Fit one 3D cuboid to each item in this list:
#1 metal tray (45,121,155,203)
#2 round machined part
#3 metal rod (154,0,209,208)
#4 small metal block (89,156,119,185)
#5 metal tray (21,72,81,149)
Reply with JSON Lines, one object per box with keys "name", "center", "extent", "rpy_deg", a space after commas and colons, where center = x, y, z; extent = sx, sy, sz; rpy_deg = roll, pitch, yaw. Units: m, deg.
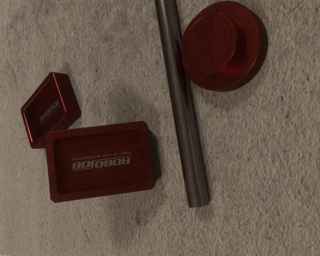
{"name": "metal tray", "center": [-0.077, 0.043, 0.408], "extent": [0.030, 0.131, 0.089], "rpy_deg": [129, 134, -81]}
{"name": "round machined part", "center": [0.063, -0.090, 0.341], "extent": [0.098, 0.042, 0.097], "rpy_deg": [0, 90, 39]}
{"name": "metal rod", "center": [0.023, -0.055, 0.384], "extent": [0.025, 0.025, 0.298], "rpy_deg": [-15, 81, 39]}
{"name": "small metal block", "center": [-0.077, 0.061, 0.450], "extent": [0.025, 0.050, 0.050], "rpy_deg": [-6, 87, 40]}
{"name": "metal tray", "center": [-0.203, -0.029, 0.565], "extent": [0.130, 0.030, 0.090], "rpy_deg": [-36, 68, 34]}
